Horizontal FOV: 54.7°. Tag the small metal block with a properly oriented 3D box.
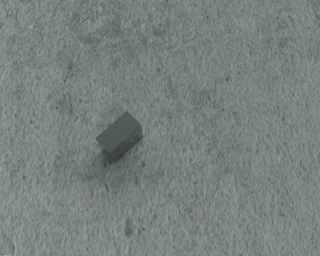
[{"bbox_3d":[-0.049,0.012,0.390,0.025,0.050,0.050,43,75,14],"label":"small metal block"}]
